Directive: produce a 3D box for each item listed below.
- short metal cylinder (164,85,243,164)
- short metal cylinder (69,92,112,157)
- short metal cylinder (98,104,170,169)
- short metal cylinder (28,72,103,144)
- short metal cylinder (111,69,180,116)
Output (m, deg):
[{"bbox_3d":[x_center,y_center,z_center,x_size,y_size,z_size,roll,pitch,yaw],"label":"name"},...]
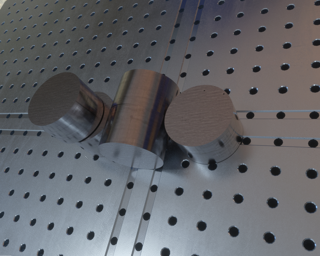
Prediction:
[{"bbox_3d":[0.052,-0.004,0.366,0.080,0.050,0.080,-13,56,21],"label":"short metal cylinder"},{"bbox_3d":[-0.089,-0.005,0.442,0.080,0.050,0.080,-13,56,21],"label":"short metal cylinder"},{"bbox_3d":[-0.030,0.013,0.381,0.080,0.080,0.050,-1,62,28],"label":"short metal cylinder"},{"bbox_3d":[-0.123,-0.026,0.406,0.080,0.050,0.080,-13,56,21],"label":"short metal cylinder"},{"bbox_3d":[-0.019,-0.032,0.403,0.080,0.080,0.050,1,63,29],"label":"short metal cylinder"}]
